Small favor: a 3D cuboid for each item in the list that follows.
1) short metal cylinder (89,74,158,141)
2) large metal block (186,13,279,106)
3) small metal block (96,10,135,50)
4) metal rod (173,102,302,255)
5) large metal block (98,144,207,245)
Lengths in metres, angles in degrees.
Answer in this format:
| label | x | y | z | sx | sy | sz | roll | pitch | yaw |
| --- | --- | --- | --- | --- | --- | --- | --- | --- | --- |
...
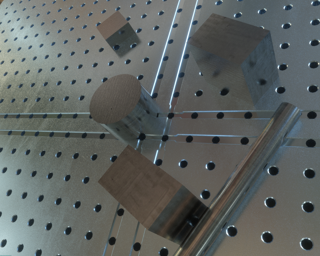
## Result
| label | x | y | z | sx | sy | sz | roll | pitch | yaw |
| --- | --- | --- | --- | --- | --- | --- | --- | --- | --- |
| short metal cylinder | -0.050 | -0.028 | 0.435 | 0.080 | 0.050 | 0.080 | -13 | 56 | 20 |
| large metal block | 0.090 | -0.083 | 0.376 | 0.050 | 0.080 | 0.080 | -49 | 52 | -6 |
| small metal block | -0.080 | -0.177 | 0.557 | 0.050 | 0.025 | 0.050 | -37 | 51 | 3 |
| metal rod | 0.055 | 0.096 | 0.319 | 0.025 | 0.025 | 0.300 | 31 | 78 | 37 |
| large metal block | -0.005 | 0.072 | 0.331 | 0.080 | 0.080 | 0.050 | 32 | 80 | 37 |
